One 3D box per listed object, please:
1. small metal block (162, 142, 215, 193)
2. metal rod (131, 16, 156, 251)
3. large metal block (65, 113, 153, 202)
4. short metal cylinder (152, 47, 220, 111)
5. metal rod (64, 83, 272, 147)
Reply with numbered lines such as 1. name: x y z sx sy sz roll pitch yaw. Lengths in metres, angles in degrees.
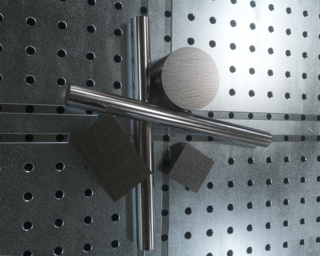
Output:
1. small metal block: 0.039 0.054 0.429 0.050 0.025 0.050 35 79 -17
2. metal rod: -0.022 0.007 0.406 0.025 0.025 0.298 -2 91 -20
3. large metal block: -0.063 0.031 0.360 0.050 0.080 0.080 -37 102 -16
4. short metal cylinder: 0.031 -0.062 0.412 0.081 0.050 0.079 0 90 -21
5. metal rod: 0.031 -0.009 0.405 0.302 0.025 0.025 12 86 -28
